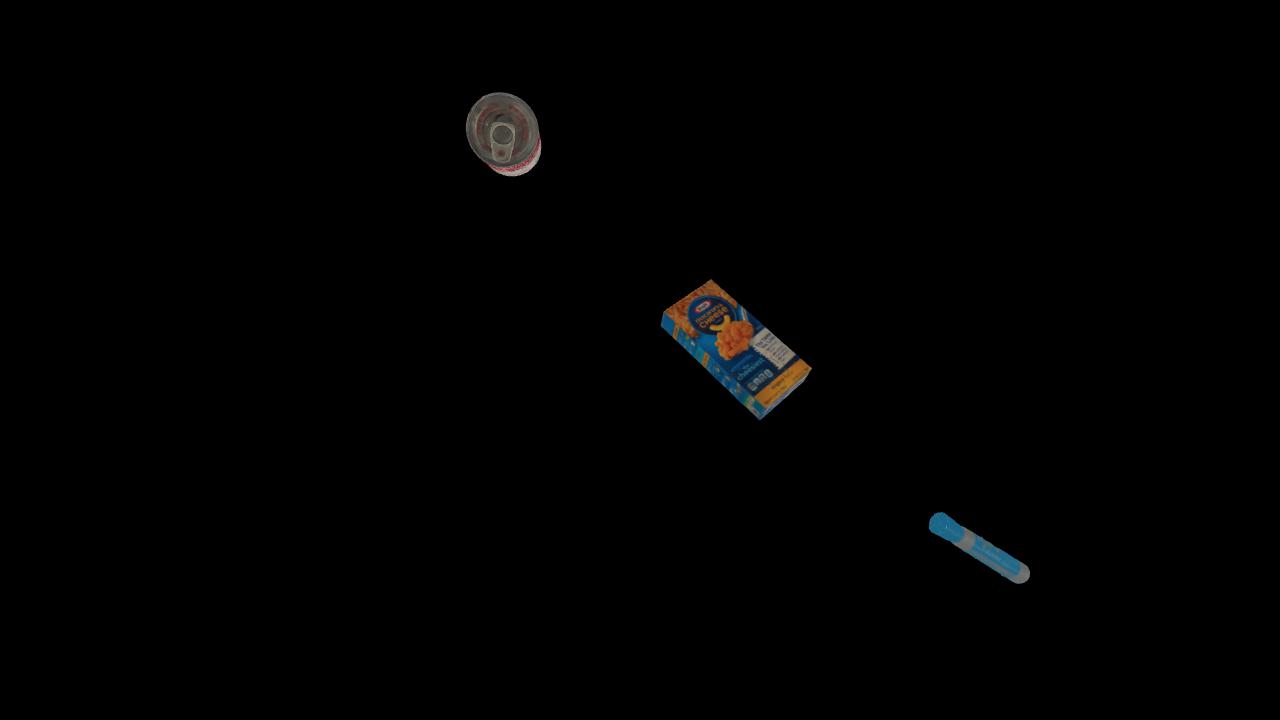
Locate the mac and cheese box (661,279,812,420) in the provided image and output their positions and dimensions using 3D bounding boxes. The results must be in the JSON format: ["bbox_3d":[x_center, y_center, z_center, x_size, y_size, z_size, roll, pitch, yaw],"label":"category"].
[{"bbox_3d":[0.123,-0.018,0.800,0.093,0.184,0.041,-37,-21,-23],"label":"mac and cheese box"}]

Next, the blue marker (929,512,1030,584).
[{"bbox_3d":[0.286,0.159,0.519,0.121,0.020,0.020,31,-12,-21],"label":"blue marker"}]

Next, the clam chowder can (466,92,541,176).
[{"bbox_3d":[-0.134,-0.225,0.624,0.068,0.068,0.102,0,11,-7],"label":"clam chowder can"}]
